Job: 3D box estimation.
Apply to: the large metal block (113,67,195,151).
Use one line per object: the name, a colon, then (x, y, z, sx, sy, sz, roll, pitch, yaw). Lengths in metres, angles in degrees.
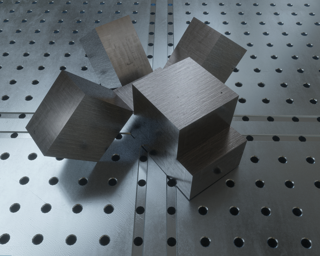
large metal block: (-0.007, -0.026, 0.414, 0.080, 0.050, 0.080, -31, 57, -23)

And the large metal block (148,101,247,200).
large metal block: (0.042, 0.024, 0.371, 0.080, 0.050, 0.080, -29, 55, -23)

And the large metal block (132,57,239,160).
large metal block: (0.026, -0.025, 0.346, 0.080, 0.050, 0.080, -29, 57, -24)

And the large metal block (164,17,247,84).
large metal block: (0.063, -0.095, 0.432, 0.050, 0.080, 0.080, 44, 23, 31)

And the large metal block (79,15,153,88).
large metal block: (-0.064, -0.103, 0.438, 0.050, 0.080, 0.080, -31, 17, -23)

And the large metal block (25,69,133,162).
large metal block: (-0.091, -0.010, 0.360, 0.050, 0.080, 0.080, 44, 104, 31)
